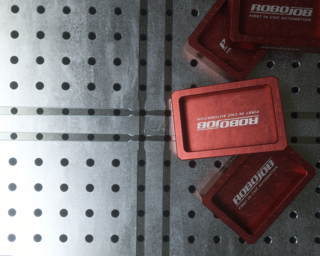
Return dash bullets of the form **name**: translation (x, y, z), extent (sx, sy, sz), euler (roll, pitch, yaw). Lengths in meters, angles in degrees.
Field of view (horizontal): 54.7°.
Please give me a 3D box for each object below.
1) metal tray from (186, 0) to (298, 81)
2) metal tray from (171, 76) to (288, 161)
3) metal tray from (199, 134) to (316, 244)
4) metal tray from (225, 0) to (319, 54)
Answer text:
- **metal tray**: translation (0.108, -0.135, 0.412), extent (0.090, 0.030, 0.130), euler (37, 90, -1)
- **metal tray**: translation (0.084, -0.010, 0.390), extent (0.130, 0.030, 0.090), euler (-7, 82, 14)
- **metal tray**: translation (0.128, 0.075, 0.412), extent (0.090, 0.030, 0.130), euler (42, 90, -1)
- **metal tray**: translation (0.151, -0.143, 0.382), extent (0.131, 0.030, 0.089), euler (4, 90, -1)
